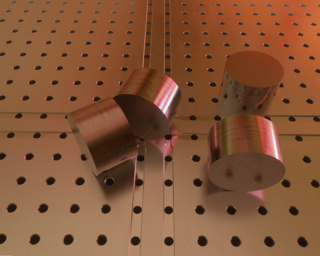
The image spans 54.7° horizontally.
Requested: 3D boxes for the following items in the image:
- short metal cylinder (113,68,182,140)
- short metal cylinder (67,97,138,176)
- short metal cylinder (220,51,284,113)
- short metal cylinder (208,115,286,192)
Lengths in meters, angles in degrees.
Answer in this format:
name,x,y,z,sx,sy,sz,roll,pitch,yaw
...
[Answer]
name,x,y,z,sx,sy,sz,roll,pitch,yaw
short metal cylinder,-0.018,-0.030,0.397,0.080,0.080,0.050,16,52,12
short metal cylinder,-0.068,0.009,0.363,0.050,0.080,0.080,-26,55,-20
short metal cylinder,0.131,-0.068,0.450,0.081,0.050,0.080,0,50,0
short metal cylinder,0.094,0.030,0.348,0.080,0.080,0.050,4,50,3
